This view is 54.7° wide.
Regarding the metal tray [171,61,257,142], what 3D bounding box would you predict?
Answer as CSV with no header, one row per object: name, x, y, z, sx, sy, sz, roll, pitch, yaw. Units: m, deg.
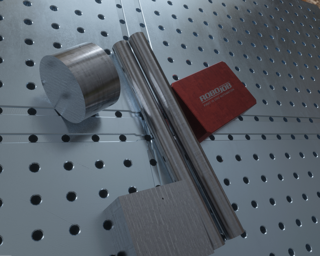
metal tray,0.080,-0.045,0.475,0.131,0.030,0.090,-29,78,-38

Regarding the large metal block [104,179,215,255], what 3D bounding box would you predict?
large metal block,-0.003,0.108,0.325,0.081,0.050,0.080,-8,66,-32

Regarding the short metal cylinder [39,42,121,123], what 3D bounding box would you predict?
short metal cylinder,-0.092,-0.052,0.355,0.050,0.080,0.080,-35,82,-38

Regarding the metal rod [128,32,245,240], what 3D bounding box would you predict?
metal rod,0.029,0.000,0.412,0.025,0.025,0.299,-16,73,-34

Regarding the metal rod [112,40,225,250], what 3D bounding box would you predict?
metal rod,0.003,0.010,0.403,0.025,0.025,0.299,-13,68,-33
